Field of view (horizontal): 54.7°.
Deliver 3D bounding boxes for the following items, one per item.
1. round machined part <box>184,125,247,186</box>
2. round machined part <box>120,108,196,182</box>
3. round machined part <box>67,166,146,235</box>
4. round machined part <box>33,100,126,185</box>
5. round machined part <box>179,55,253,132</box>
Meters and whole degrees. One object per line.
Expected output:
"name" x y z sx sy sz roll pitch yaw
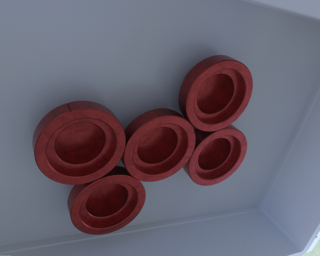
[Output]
"round machined part" 0.075 0.033 0.456 0.099 0.042 0.097 -14 124 -21
"round machined part" -0.007 0.018 0.401 0.099 0.042 0.097 -14 124 -21
"round machined part" -0.072 0.090 0.410 0.099 0.042 0.097 -14 124 -21
"round machined part" -0.092 0.013 0.352 0.099 0.042 0.097 -14 124 -21
"round machined part" 0.067 -0.047 0.402 0.099 0.042 0.097 -14 124 -21
